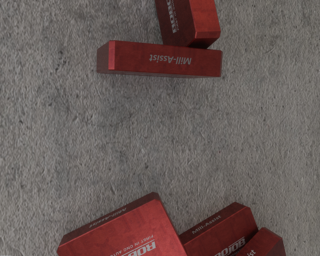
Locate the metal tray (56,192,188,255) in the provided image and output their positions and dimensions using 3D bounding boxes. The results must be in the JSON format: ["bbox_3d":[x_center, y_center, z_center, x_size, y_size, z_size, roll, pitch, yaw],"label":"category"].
[{"bbox_3d":[-0.042,0.146,0.372,0.131,0.030,0.090,-26,98,-3],"label":"metal tray"}]

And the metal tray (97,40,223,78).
[{"bbox_3d":[-0.004,-0.078,0.371,0.131,0.090,0.030,0,98,-20],"label":"metal tray"}]

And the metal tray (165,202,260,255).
[{"bbox_3d":[0.082,0.175,0.437,0.131,0.030,0.090,-25,98,-18],"label":"metal tray"}]

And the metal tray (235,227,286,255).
[{"bbox_3d":[0.123,0.213,0.429,0.131,0.030,0.090,-37,124,-21],"label":"metal tray"}]

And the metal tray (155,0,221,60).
[{"bbox_3d":[0.026,-0.152,0.372,0.030,0.090,0.129,-8,83,-20],"label":"metal tray"}]
